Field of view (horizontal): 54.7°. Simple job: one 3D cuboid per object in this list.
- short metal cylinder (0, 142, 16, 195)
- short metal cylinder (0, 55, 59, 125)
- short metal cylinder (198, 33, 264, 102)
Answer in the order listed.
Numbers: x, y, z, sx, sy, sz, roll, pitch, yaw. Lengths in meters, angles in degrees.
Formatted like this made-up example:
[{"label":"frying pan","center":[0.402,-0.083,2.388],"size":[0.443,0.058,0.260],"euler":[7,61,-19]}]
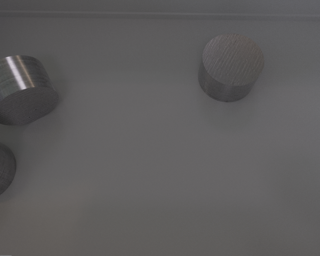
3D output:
[{"label":"short metal cylinder","center":[-0.227,0.047,0.378],"size":[0.081,0.050,0.080],"euler":[0,70,0]},{"label":"short metal cylinder","center":[-0.179,-0.046,0.396],"size":[0.080,0.080,0.050],"euler":[-28,73,-10]},{"label":"short metal cylinder","center":[0.096,-0.082,0.427],"size":[0.081,0.050,0.080],"euler":[0,70,0]}]
